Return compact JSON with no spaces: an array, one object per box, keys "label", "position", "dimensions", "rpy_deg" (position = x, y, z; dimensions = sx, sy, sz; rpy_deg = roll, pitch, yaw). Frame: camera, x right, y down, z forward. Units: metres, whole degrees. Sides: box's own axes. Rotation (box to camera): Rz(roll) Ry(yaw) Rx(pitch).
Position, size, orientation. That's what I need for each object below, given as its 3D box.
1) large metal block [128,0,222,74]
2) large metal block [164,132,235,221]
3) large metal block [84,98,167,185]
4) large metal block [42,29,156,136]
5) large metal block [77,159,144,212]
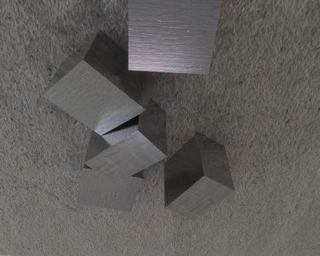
[{"label":"large metal block","position":[0.011,-0.102,0.304],"dimensions":[0.081,0.050,0.079],"rpy_deg":[3,130,-3]},{"label":"large metal block","position":[0.050,0.066,0.428],"dimensions":[0.050,0.080,0.080],"rpy_deg":[28,125,-22]},{"label":"large metal block","position":[-0.039,0.010,0.379],"dimensions":[0.080,0.080,0.050],"rpy_deg":[-31,124,23]},{"label":"large metal block","position":[-0.065,-0.045,0.339],"dimensions":[0.080,0.050,0.080],"rpy_deg":[-26,127,39]},{"label":"large metal block","position":[-0.072,0.073,0.452],"dimensions":[0.081,0.050,0.079],"rpy_deg":[12,129,-10]}]
